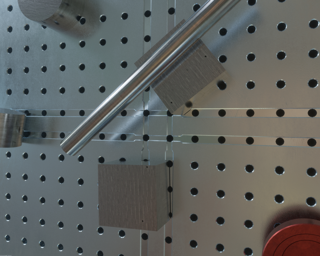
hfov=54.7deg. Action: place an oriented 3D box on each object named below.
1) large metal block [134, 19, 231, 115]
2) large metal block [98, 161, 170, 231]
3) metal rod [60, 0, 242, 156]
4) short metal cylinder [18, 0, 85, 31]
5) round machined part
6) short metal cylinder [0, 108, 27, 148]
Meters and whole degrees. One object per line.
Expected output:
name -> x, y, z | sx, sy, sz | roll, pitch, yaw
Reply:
large metal block -> 0.029, -0.073, 0.389 | 0.080, 0.050, 0.080 | -39, 78, 16
large metal block -> -0.033, 0.086, 0.411 | 0.080, 0.050, 0.080 | -1, 90, 20
metal rod -> -0.010, -0.069, 0.362 | 0.299, 0.025, 0.025 | -41, 77, 15
short metal cylinder -> -0.159, -0.189, 0.455 | 0.080, 0.050, 0.080 | 0, 90, 20
round machined part -> 0.165, 0.149, 0.345 | 0.098, 0.042, 0.097 | 0, 90, 20
short metal cylinder -> -0.250, -0.003, 0.472 | 0.080, 0.080, 0.050 | 12, 94, 19
